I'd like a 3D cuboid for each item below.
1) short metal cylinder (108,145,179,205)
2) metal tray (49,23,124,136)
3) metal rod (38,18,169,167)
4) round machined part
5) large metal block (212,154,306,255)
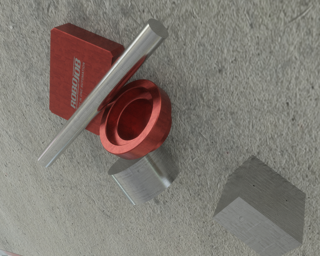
[{"bbox_3d":[-0.022,0.057,0.417,0.080,0.080,0.050,-25,105,36],"label":"short metal cylinder"},{"bbox_3d":[-0.102,-0.062,0.417,0.090,0.030,0.129,25,127,12],"label":"metal tray"},{"bbox_3d":[-0.091,-0.024,0.398,0.025,0.025,0.299,46,129,-5],"label":"metal rod"},{"bbox_3d":[-0.025,-0.007,0.380,0.098,0.098,0.042,-17,146,34],"label":"round machined part"},{"bbox_3d":[0.119,0.092,0.365,0.080,0.080,0.050,37,129,3],"label":"large metal block"}]
